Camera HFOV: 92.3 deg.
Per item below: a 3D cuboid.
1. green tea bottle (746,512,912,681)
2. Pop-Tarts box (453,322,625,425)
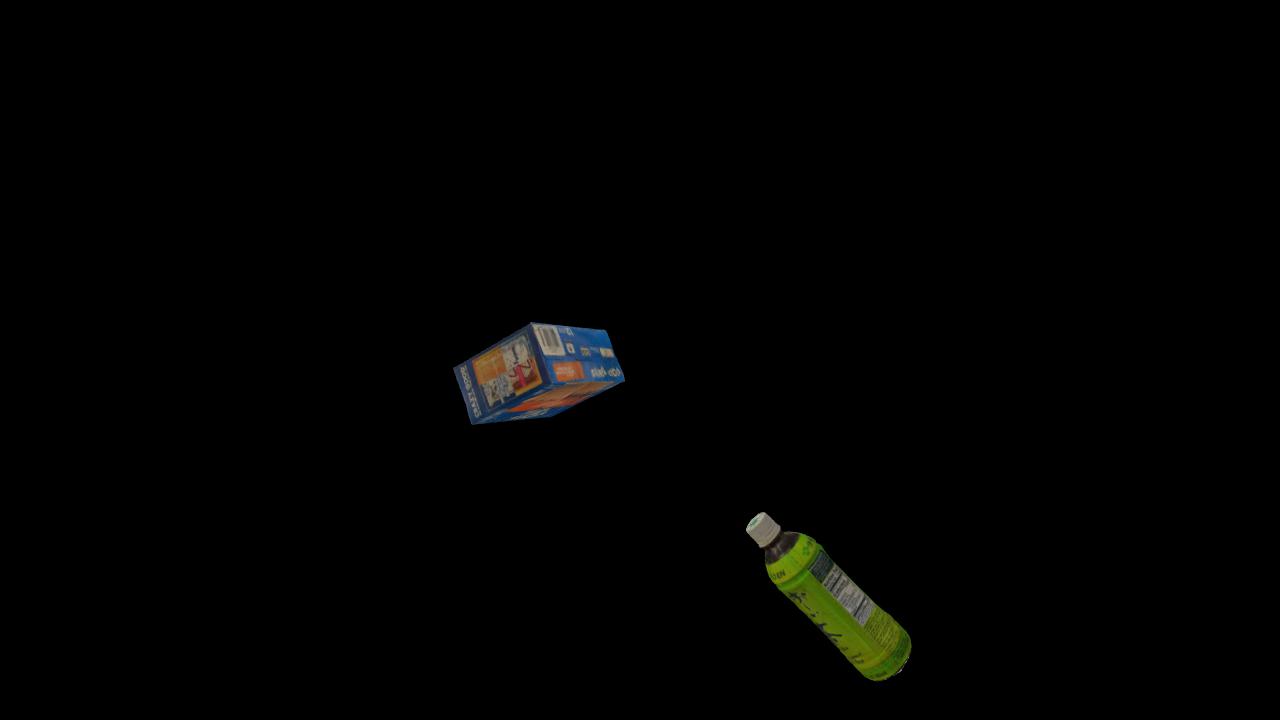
[{"bbox_3d":[0.203,0.254,0.683,0.073,0.212,0.073,-43,-2,-2],"label":"green tea bottle"},{"bbox_3d":[-0.128,0.020,0.813,0.141,0.083,0.167,-26,-14,26],"label":"Pop-Tarts box"}]
